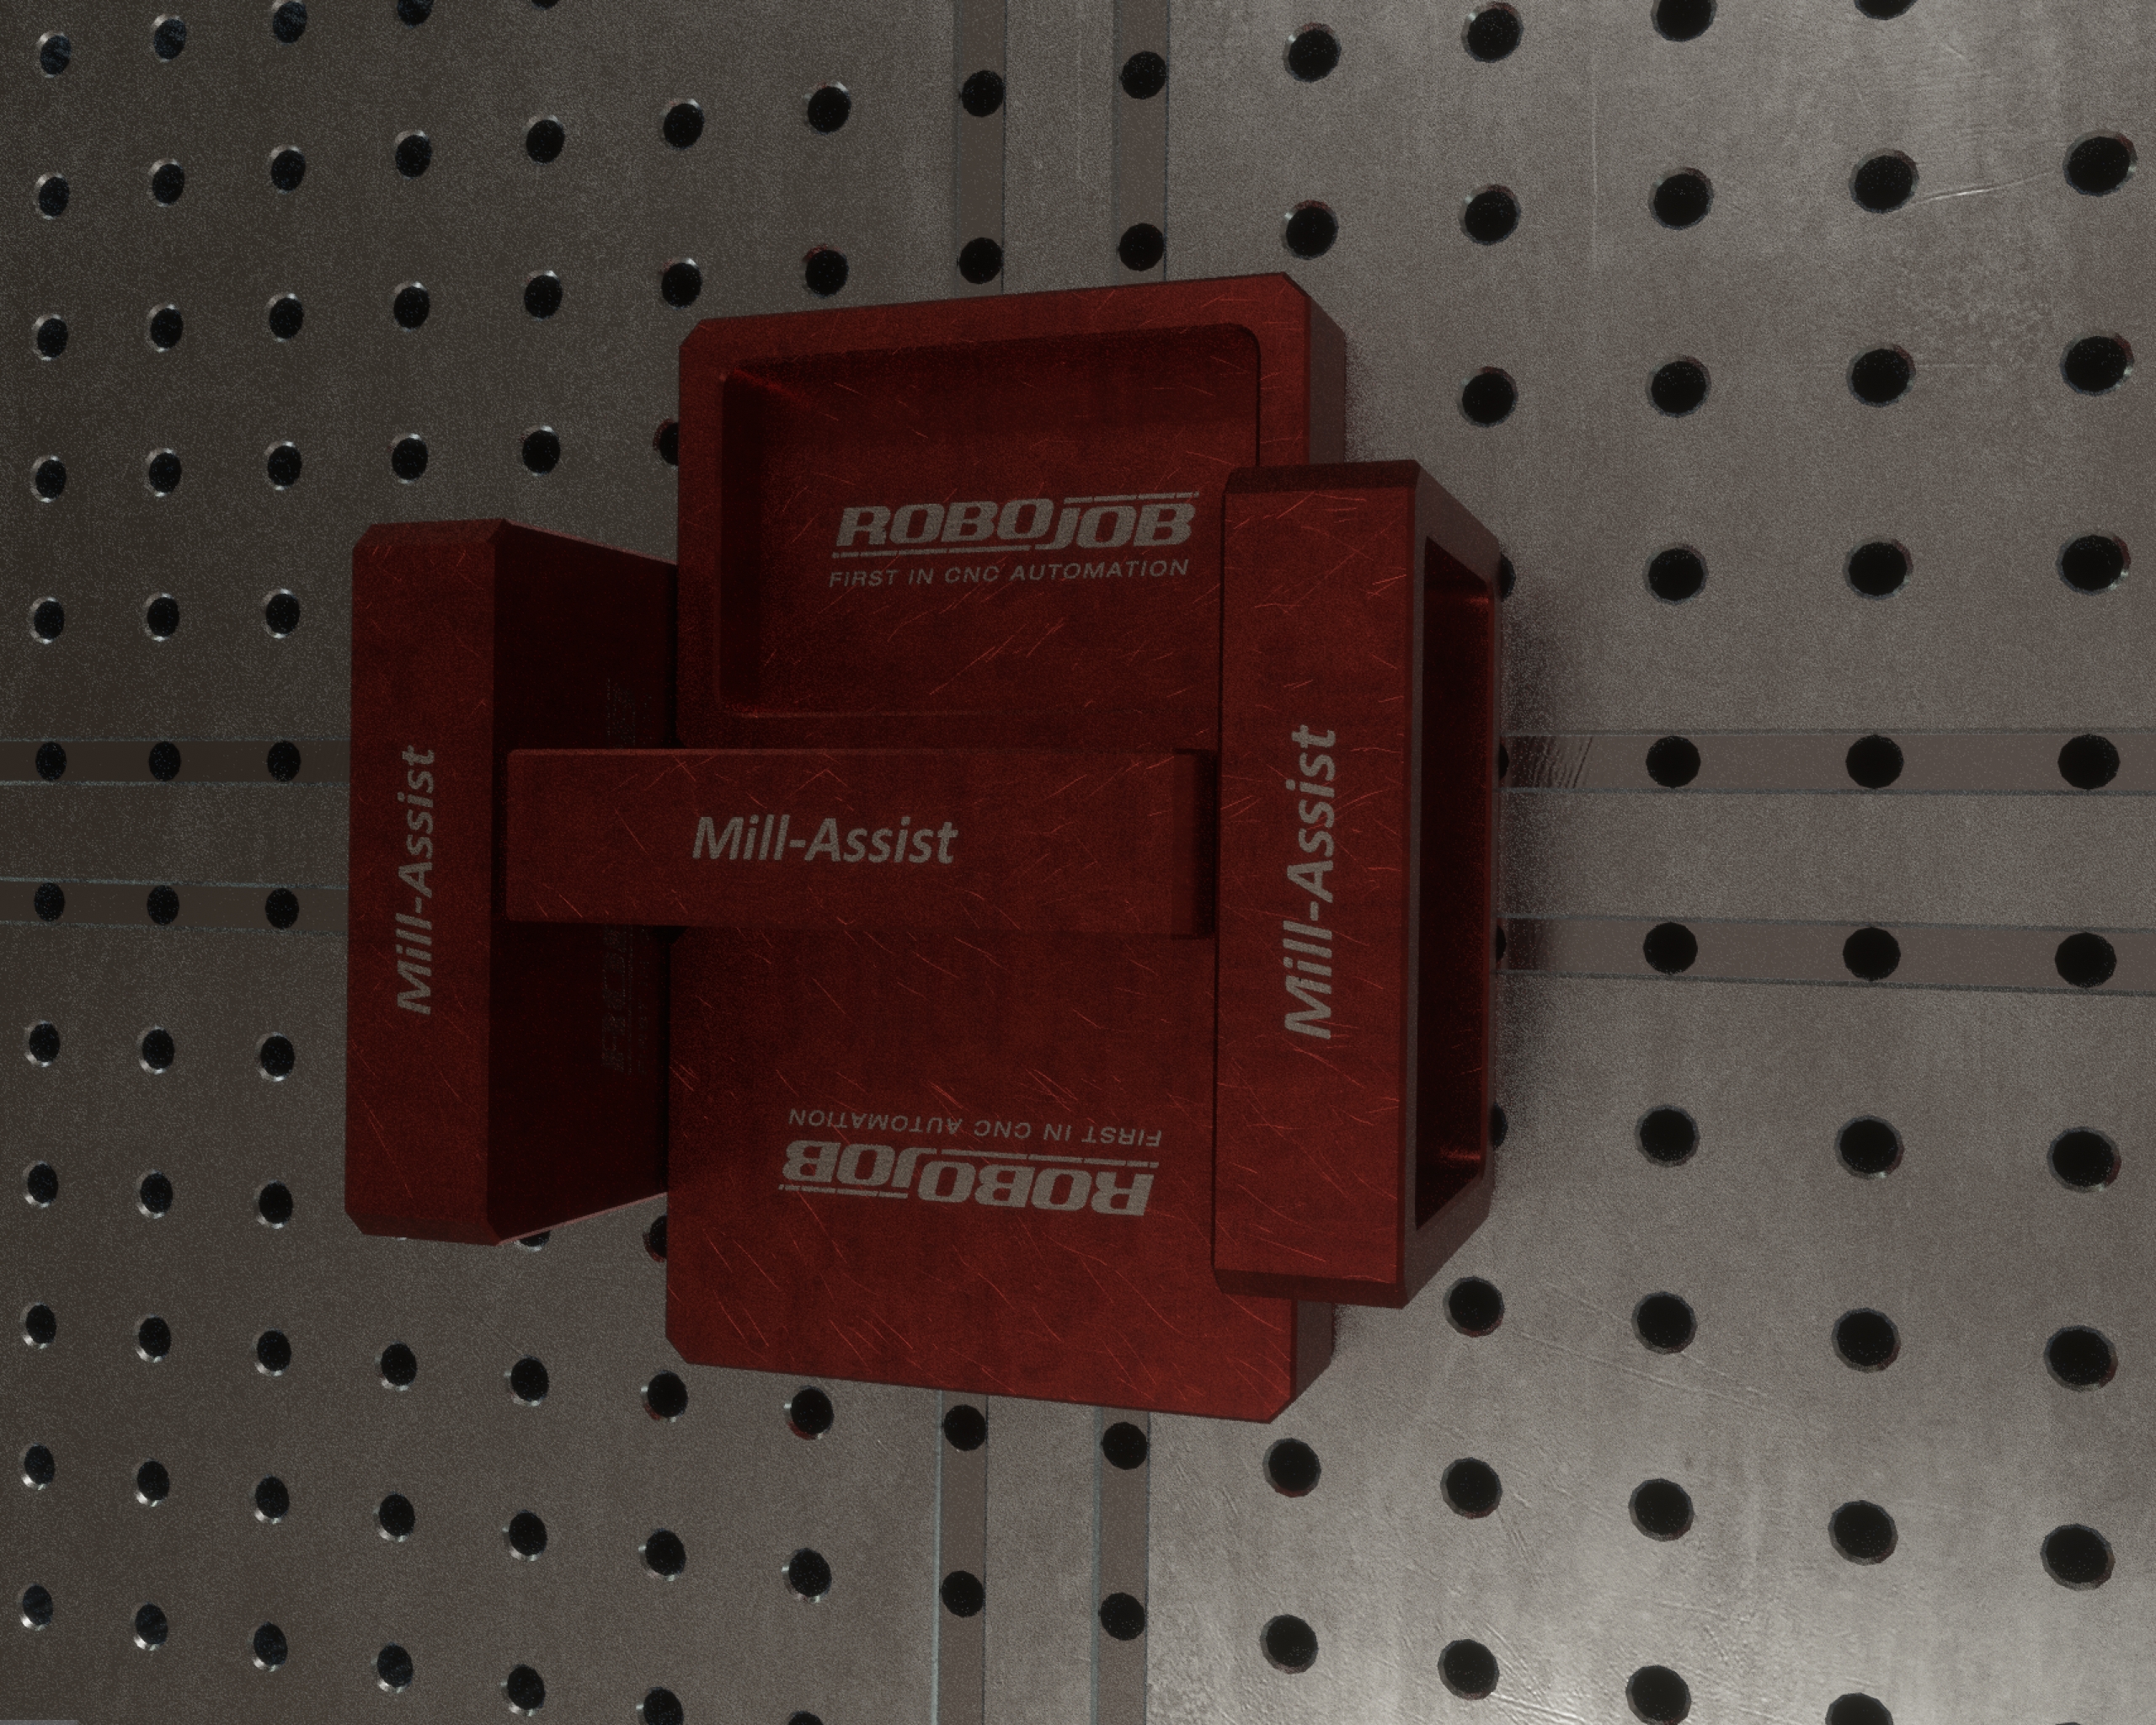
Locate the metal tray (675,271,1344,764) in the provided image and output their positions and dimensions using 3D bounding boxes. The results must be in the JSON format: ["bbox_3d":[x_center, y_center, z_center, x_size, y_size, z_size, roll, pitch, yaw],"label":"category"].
[{"bbox_3d":[-0.015,-0.064,0.414,0.130,0.030,0.089,1,90,19],"label":"metal tray"}]

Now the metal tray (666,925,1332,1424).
[{"bbox_3d":[-0.017,0.057,0.413,0.130,0.030,0.089,1,90,19],"label":"metal tray"}]

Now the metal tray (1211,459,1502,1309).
[{"bbox_3d":[0.050,0.003,0.359,0.030,0.090,0.129,1,90,20],"label":"metal tray"}]

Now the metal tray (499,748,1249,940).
[{"bbox_3d":[-0.027,-0.004,0.385,0.130,0.090,0.030,1,91,19],"label":"metal tray"}]

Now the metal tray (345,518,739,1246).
[{"bbox_3d":[-0.102,0.003,0.412,0.030,0.090,0.129,1,90,20],"label":"metal tray"}]
